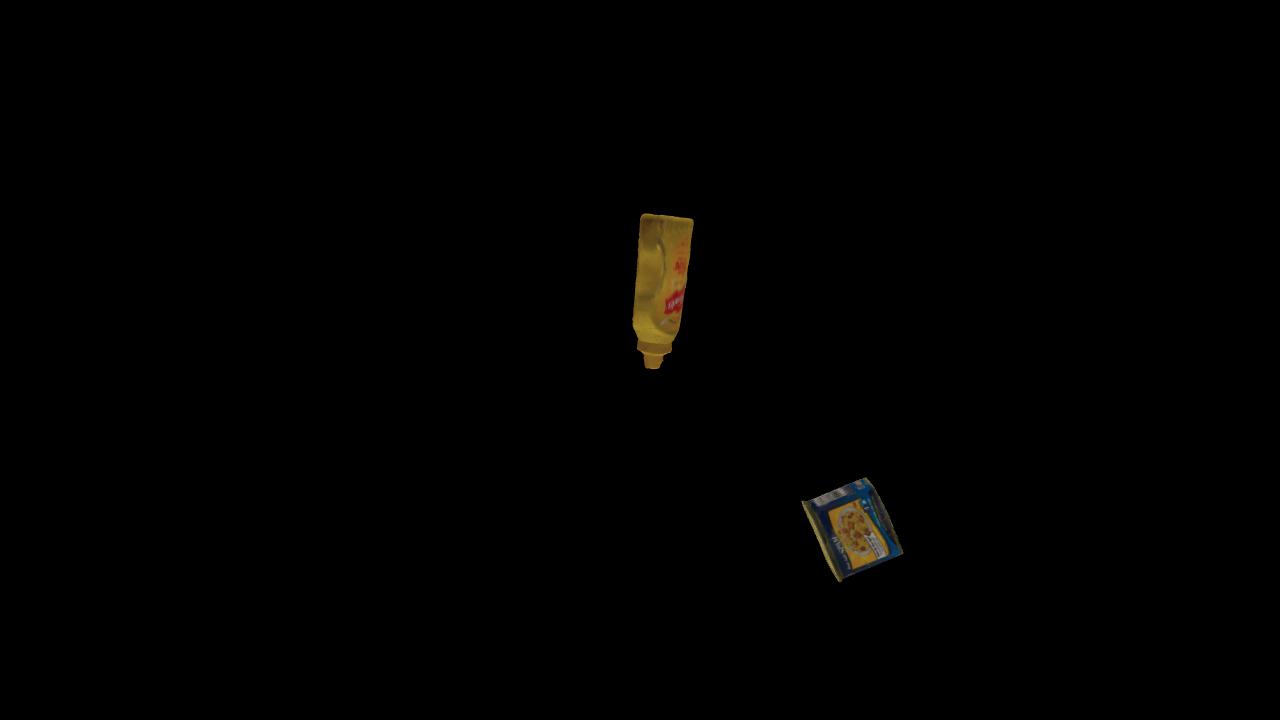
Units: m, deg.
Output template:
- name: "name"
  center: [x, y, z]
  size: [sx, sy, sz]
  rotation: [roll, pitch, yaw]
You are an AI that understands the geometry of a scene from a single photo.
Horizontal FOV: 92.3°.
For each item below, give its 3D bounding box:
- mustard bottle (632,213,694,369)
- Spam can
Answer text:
- name: "mustard bottle"
  center: [0.023, -0.078, 0.732]
  size: [0.054, 0.184, 0.092]
  rotation: [11, 14, 19]
- name: "Spam can"
  center: [0.258, 0.205, 0.751]
  size: [0.085, 0.101, 0.058]
  rotation: [-24, 5, 4]
